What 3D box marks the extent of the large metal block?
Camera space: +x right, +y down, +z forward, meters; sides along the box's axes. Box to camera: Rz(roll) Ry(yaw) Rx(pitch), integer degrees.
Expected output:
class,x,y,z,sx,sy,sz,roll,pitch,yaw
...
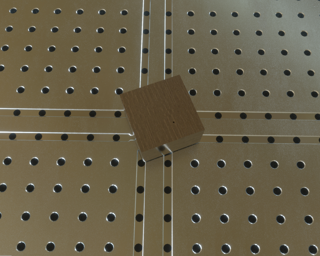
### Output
class,x,y,z,sx,sy,sz,roll,pitch,yaw
large metal block,0.002,-0.011,0.400,0.081,0.050,0.080,-20,71,-7
